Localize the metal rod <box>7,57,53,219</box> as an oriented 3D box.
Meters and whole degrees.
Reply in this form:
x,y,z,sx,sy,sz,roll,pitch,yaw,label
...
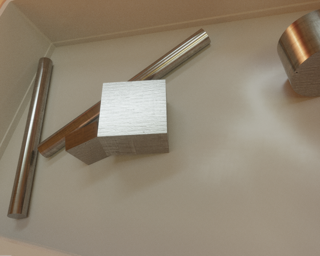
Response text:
x,y,z,sx,sy,sz,roll,pitch,yaw,label
-0.209,-0.002,0.513,0.025,0.025,0.299,-17,55,18,metal rod

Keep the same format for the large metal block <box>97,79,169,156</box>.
x,y,z,sx,sy,sz,roll,pitch,yaw,label
-0.031,-0.013,0.397,0.080,0.050,0.080,-3,58,3,large metal block

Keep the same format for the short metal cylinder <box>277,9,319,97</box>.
x,y,z,sx,sy,sz,roll,pitch,yaw,label
0.173,-0.078,0.328,0.080,0.080,0.050,-18,55,17,short metal cylinder

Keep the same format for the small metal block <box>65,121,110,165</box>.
x,y,z,sx,sy,sz,roll,pitch,yaw,label
-0.092,0.022,0.423,0.050,0.050,0.025,-24,53,13,small metal block

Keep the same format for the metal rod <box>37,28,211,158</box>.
x,y,z,sx,sy,sz,roll,pitch,yaw,label
-0.056,-0.050,0.463,0.300,0.025,0.025,-35,52,4,metal rod
